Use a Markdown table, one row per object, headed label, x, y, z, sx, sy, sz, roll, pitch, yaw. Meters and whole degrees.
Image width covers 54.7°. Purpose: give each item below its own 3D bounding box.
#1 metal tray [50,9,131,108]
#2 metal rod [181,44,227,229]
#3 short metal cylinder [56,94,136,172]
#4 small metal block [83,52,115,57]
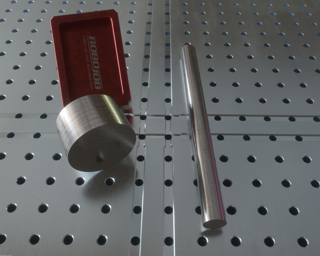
| label | x | y | z | sx | sy | sz | roll | pitch | yaw |
| --- | --- | --- | --- | --- | --- | --- | --- | --- | --- |
| metal tray | -0.094 | -0.091 | 0.429 | 0.091 | 0.030 | 0.129 | -9 | 88 | -5 |
| metal rod | 0.052 | -0.014 | 0.420 | 0.025 | 0.025 | 0.300 | -1 | 50 | -2 |
| short metal cylinder | -0.075 | 0.007 | 0.365 | 0.081 | 0.080 | 0.050 | -21 | 53 | -17 |
| small metal block | -0.087 | -0.098 | 0.473 | 0.050 | 0.050 | 0.025 | -4 | 50 | -4 |
